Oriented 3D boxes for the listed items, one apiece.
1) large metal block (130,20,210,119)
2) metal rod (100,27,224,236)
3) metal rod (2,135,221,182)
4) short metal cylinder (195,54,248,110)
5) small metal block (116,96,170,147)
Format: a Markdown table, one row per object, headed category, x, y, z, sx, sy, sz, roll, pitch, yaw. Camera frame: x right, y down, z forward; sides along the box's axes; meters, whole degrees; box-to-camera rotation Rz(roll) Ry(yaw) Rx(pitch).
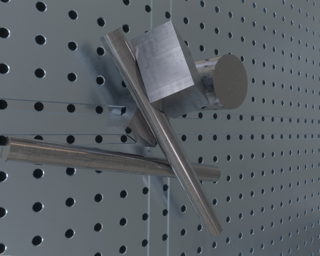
| category | x | y | z | sx | sy | sz | roll | pitch | yaw |
| --- | --- | --- | --- | --- | --- | --- | --- | --- | --- |
| large metal block | 0.015 | -0.064 | 0.366 | 0.080 | 0.050 | 0.080 | 28 | 43 | -67 |
| metal rod | 0.012 | 0.020 | 0.386 | 0.025 | 0.025 | 0.299 | -42 | 115 | -32 |
| metal rod | -0.030 | 0.045 | 0.384 | 0.302 | 0.025 | 0.025 | 13 | 82 | -39 |
| short metal cylinder | 0.087 | -0.067 | 0.466 | 0.081 | 0.050 | 0.079 | 0 | 90 | -40 |
| small metal block | -0.020 | -0.010 | 0.393 | 0.050 | 0.025 | 0.050 | 40 | 66 | -33 |
